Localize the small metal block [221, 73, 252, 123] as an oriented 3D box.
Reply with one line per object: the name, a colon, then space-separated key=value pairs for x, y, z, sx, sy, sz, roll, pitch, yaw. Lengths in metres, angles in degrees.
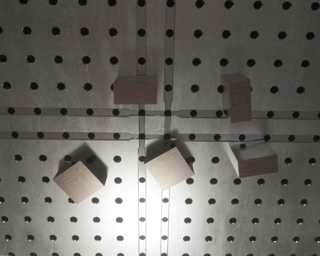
small metal block: x=0.094 y=-0.039 z=0.387 sx=0.025 sy=0.050 sz=0.050 roll=-7 pitch=110 yaw=2

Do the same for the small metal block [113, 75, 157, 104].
small metal block: x=-0.029 y=-0.048 z=0.382 sx=0.050 sy=0.050 sz=0.025 roll=0 pitch=110 yaw=-1

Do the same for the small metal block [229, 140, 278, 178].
small metal block: x=0.125 y=0.040 z=0.417 sx=0.050 sy=0.050 sz=0.025 roll=-9 pitch=110 yaw=3

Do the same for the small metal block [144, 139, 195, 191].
small metal block: x=0.013 y=0.052 z=0.433 sx=0.050 sy=0.025 sz=0.050 roll=-30 pitch=108 yaw=10

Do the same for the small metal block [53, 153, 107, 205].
small metal block: x=-0.112 y=0.072 z=0.438 sx=0.050 sy=0.025 sz=0.050 roll=-35 pitch=107 yaw=11
